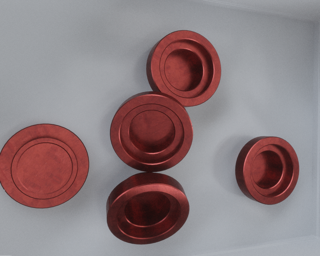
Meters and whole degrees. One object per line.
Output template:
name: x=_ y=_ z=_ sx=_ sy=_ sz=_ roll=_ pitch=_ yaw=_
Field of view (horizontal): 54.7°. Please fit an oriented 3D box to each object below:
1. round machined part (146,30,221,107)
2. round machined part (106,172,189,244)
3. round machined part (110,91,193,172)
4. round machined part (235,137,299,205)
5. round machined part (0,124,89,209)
round machined part: x=0.028 y=-0.076 z=0.413 sx=0.099 sy=0.042 sz=0.097 roll=0 pitch=90 yaw=-21
round machined part: x=-0.017 y=0.093 z=0.382 sx=0.099 sy=0.042 sz=0.097 roll=-6 pitch=120 yaw=-10
round machined part: x=-0.010 y=0.002 z=0.386 sx=0.099 sy=0.042 sz=0.097 roll=0 pitch=107 yaw=-1
round machined part: x=0.153 y=0.061 z=0.460 sx=0.099 sy=0.042 sz=0.097 roll=0 pitch=90 yaw=-21
round machined part: x=-0.131 y=0.044 z=0.354 sx=0.099 sy=0.042 sz=0.097 roll=0 pitch=90 yaw=-21
